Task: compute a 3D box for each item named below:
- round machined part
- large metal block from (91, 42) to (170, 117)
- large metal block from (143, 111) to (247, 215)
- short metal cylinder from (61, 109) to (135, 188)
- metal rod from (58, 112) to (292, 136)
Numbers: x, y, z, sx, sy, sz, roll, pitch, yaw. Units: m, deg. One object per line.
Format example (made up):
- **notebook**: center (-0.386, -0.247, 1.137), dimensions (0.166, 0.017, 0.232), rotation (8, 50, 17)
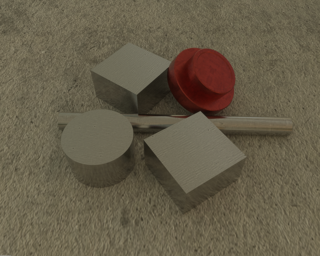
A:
- **round machined part**: center (0.063, -0.068, 0.421), dimensions (0.099, 0.042, 0.098), rotation (12, 63, -25)
- **large metal block**: center (-0.037, -0.068, 0.443), dimensions (0.080, 0.050, 0.080), rotation (30, 56, 22)
- **large metal block**: center (0.037, 0.038, 0.357), dimensions (0.081, 0.050, 0.080), rotation (-27, 55, -21)
- **short metal cylinder**: center (-0.070, 0.024, 0.367), dimensions (0.081, 0.050, 0.080), rotation (0, 50, 0)
- **metal rod**: center (0.019, -0.005, 0.411), dimensions (0.302, 0.025, 0.025), rotation (1, 50, 0)
